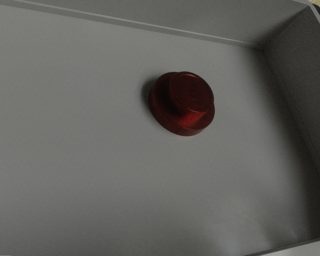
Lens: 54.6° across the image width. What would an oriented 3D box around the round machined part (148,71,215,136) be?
[{"bbox_3d":[0.037,-0.041,0.439,0.099,0.042,0.098,13,56,-21],"label":"round machined part"}]
